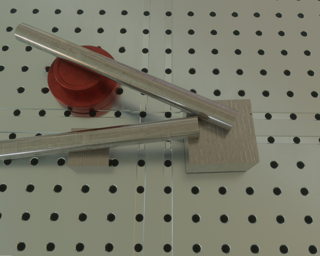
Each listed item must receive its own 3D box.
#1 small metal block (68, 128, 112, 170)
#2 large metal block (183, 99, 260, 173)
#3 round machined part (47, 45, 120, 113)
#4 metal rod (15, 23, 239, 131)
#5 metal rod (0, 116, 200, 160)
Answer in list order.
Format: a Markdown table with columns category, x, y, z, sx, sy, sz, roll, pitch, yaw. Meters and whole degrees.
| category | x | y | z | sx | sy | sz | roll | pitch | yaw |
| --- | --- | --- | --- | --- | --- | --- | --- | --- | --- |
| small metal block | -0.089 | 0.028 | 0.401 | 0.050 | 0.025 | 0.050 | 0 | 70 | -1 |
| large metal block | 0.073 | 0.011 | 0.392 | 0.081 | 0.050 | 0.080 | -2 | 70 | -1 |
| round machined part | -0.106 | -0.074 | 0.428 | 0.099 | 0.042 | 0.098 | 0 | 70 | -1 |
| metal rod | -0.049 | -0.068 | 0.385 | 0.301 | 0.025 | 0.025 | 24 | 72 | 11 |
| metal rod | -0.104 | 0.016 | 0.375 | 0.301 | 0.025 | 0.025 | -7 | 70 | 8 |
